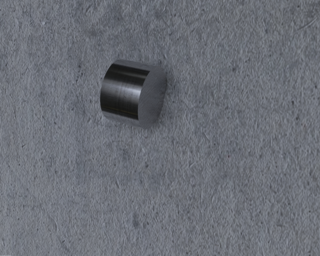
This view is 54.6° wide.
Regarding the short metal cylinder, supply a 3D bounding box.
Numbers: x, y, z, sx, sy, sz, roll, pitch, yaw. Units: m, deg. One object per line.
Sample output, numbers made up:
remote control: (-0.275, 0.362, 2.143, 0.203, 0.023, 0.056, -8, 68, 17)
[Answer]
short metal cylinder: (-0.032, -0.043, 0.391, 0.050, 0.080, 0.080, 15, 95, 19)
